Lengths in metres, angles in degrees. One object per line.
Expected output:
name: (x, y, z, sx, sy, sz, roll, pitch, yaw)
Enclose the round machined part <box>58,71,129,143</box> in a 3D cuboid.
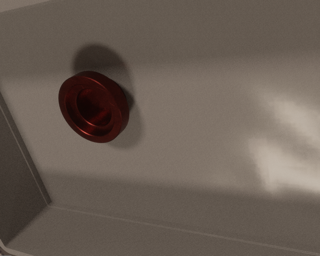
round machined part: (-0.084, -0.032, 0.421, 0.098, 0.042, 0.097, 13, 124, 20)
